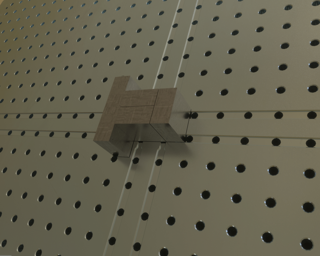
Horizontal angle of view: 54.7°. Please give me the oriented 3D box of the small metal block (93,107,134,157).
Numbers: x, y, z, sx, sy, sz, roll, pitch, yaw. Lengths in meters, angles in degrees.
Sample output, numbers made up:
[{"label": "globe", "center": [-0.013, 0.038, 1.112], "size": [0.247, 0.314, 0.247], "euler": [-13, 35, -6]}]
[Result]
[{"label": "small metal block", "center": [-0.058, 0.006, 0.416], "size": [0.025, 0.050, 0.050], "euler": [0, 62, 28]}]

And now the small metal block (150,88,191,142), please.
[{"label": "small metal block", "center": [0.015, -0.016, 0.392], "size": [0.025, 0.050, 0.050], "euler": [0, 62, 28]}]

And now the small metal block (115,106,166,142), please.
[{"label": "small metal block", "center": [-0.022, -0.005, 0.404], "size": [0.050, 0.050, 0.025], "euler": [0, 62, 28]}]

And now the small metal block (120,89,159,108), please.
[{"label": "small metal block", "center": [-0.016, -0.027, 0.415], "size": [0.050, 0.050, 0.025], "euler": [0, 62, 28]}]

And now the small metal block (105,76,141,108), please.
[{"label": "small metal block", "center": [-0.047, -0.038, 0.438], "size": [0.025, 0.050, 0.050], "euler": [0, 62, 28]}]
